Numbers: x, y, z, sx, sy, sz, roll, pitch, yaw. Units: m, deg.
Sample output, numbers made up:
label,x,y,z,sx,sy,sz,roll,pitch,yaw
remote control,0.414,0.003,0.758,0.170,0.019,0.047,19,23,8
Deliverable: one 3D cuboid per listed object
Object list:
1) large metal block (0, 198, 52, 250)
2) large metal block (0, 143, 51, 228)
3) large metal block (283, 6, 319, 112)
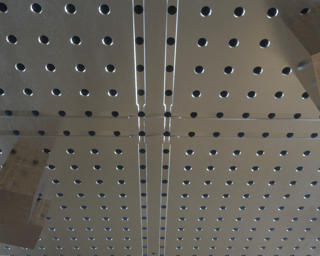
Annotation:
label,x,y,z,sx,sy,sz,roll,pitch,yaw
large metal block,-0.240,0.156,0.525,0.080,0.050,0.079,20,127,-17
large metal block,-0.199,0.083,0.443,0.050,0.080,0.079,17,128,-14
large metal block,0.173,-0.071,0.318,0.050,0.080,0.080,-21,127,17
